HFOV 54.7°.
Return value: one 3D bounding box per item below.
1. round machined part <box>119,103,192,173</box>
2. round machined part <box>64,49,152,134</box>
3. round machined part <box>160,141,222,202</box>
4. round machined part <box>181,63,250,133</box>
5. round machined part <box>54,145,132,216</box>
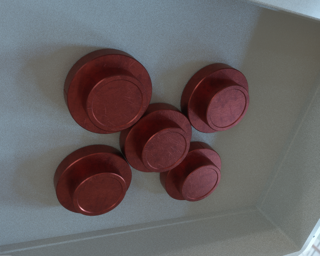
[{"bbox_3d":[0.000,0.020,0.409,0.099,0.042,0.097,-14,125,-21],"label":"round machined part"},{"bbox_3d":[-0.053,-0.035,0.346,0.099,0.042,0.097,-14,125,-21],"label":"round machined part"},{"bbox_3d":[0.053,0.073,0.472,0.099,0.042,0.097,-14,125,-21],"label":"round machined part"},{"bbox_3d":[0.081,-0.035,0.421,0.099,0.042,0.097,-14,125,-21],"label":"round machined part"},{"bbox_3d":[-0.082,0.073,0.398,0.099,0.042,0.097,-14,125,-21],"label":"round machined part"}]
